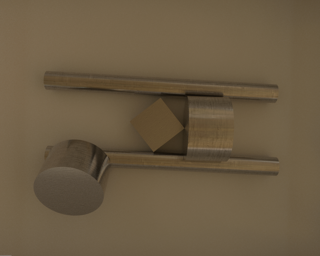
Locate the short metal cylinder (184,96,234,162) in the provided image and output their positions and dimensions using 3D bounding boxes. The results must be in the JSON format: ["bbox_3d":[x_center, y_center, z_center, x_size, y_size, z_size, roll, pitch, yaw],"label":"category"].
[{"bbox_3d":[0.057,0.001,0.383,0.050,0.080,0.079,2,90,0],"label":"short metal cylinder"}]

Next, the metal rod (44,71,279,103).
[{"bbox_3d":[0.002,-0.054,0.409,0.302,0.025,0.025,3,90,-1],"label":"metal rod"}]

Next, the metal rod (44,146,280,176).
[{"bbox_3d":[0.003,0.043,0.409,0.302,0.025,0.025,3,90,-1],"label":"metal rod"}]

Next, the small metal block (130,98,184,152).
[{"bbox_3d":[-0.004,-0.004,0.410,0.050,0.025,0.050,-38,91,0],"label":"small metal block"}]

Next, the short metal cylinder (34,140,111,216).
[{"bbox_3d":[-0.105,0.061,0.379,0.081,0.050,0.079,1,124,1],"label":"short metal cylinder"}]
